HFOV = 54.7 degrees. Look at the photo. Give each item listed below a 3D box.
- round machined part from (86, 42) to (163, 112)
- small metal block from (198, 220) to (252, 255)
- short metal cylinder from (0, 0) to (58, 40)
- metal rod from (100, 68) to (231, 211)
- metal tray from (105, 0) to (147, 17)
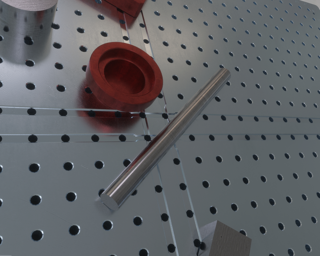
[{"bbox_3d":[-0.049,-0.062,0.409,0.099,0.042,0.098,14,56,-21],"label":"round machined part"},{"bbox_3d":[0.075,0.144,0.361,0.050,0.025,0.050,31,52,-9],"label":"small metal block"},{"bbox_3d":[-0.175,-0.160,0.396,0.081,0.050,0.080,14,56,-21],"label":"short metal cylinder"},{"bbox_3d":[0.027,-0.005,0.425,0.025,0.025,0.301,43,51,1],"label":"metal rod"},{"bbox_3d":[-0.078,-0.251,0.515,0.131,0.030,0.090,27,52,-11],"label":"metal tray"}]
